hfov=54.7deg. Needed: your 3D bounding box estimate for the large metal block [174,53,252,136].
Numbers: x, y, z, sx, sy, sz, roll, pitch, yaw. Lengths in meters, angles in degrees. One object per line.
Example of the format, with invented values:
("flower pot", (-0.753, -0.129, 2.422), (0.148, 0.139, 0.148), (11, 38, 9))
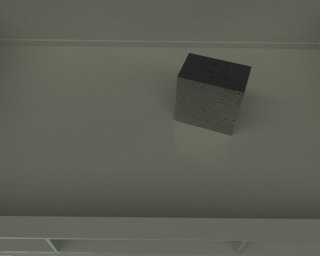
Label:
("large metal block", (0.067, -0.043, 0.407), (0.080, 0.080, 0.050), (16, 52, 12))
